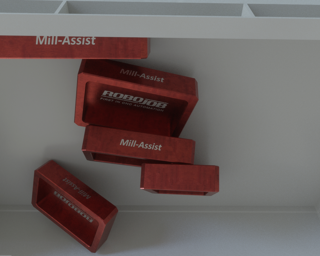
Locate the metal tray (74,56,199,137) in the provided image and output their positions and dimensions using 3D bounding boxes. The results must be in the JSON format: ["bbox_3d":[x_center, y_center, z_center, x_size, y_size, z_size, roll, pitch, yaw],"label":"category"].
[{"bbox_3d":[-0.031,-0.030,0.366,0.131,0.030,0.089,10,141,-11],"label":"metal tray"}]

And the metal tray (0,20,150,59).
[{"bbox_3d":[-0.076,-0.084,0.291,0.131,0.090,0.030,0,107,0],"label":"metal tray"}]

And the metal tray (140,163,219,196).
[{"bbox_3d":[0.028,0.072,0.416,0.090,0.030,0.130,1,166,6],"label":"metal tray"}]

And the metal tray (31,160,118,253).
[{"bbox_3d":[-0.131,0.118,0.463,0.130,0.030,0.089,33,129,12],"label":"metal tray"}]

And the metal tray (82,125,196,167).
[{"bbox_3d":[-0.029,0.030,0.400,0.131,0.030,0.090,8,165,-8],"label":"metal tray"}]
